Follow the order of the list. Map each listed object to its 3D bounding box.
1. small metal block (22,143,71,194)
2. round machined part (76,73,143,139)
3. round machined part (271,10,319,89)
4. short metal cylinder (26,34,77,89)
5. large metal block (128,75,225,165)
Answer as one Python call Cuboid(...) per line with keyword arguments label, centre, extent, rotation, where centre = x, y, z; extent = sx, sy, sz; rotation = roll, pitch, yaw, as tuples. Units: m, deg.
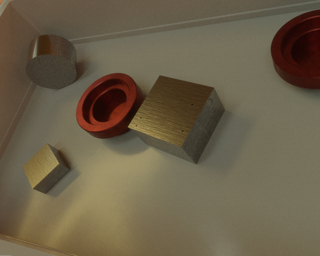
Cuboid(label="small metal block", centre=(-0.167, 0.059, 0.455), extent=(0.050, 0.025, 0.050), rotation=(-44, 51, -3))
Cuboid(label="round machined part", centre=(-0.067, -0.028, 0.445), extent=(0.098, 0.042, 0.098), rotation=(-13, 56, 20))
Cuboid(label="round machined part", centre=(0.180, -0.084, 0.352), extent=(0.098, 0.042, 0.098), rotation=(-13, 56, 20))
Cuboid(label="short metal cylinder", centre=(-0.186, -0.113, 0.535), extent=(0.080, 0.080, 0.050), rotation=(-21, 54, 15))
Cuboid(label="large metal block", centre=(0.022, -0.012, 0.385), extent=(0.080, 0.050, 0.080), rotation=(19, 72, 35))
